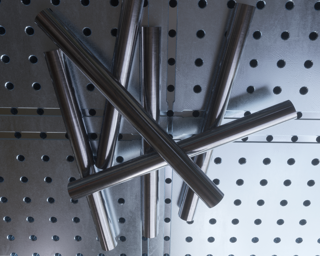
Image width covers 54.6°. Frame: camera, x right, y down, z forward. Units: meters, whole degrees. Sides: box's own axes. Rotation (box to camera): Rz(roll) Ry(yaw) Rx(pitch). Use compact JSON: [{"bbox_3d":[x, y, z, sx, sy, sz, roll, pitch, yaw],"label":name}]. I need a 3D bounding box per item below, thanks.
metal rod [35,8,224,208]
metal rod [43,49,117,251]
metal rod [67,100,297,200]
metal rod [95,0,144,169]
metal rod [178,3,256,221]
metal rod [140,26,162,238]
[{"bbox_3d":[-0.035,-0.022,0.369,0.025,0.025,0.300,-43,92,14],"label":"metal rod"},{"bbox_3d":[-0.104,0.043,0.428,0.025,0.025,0.298,-9,110,3],"label":"metal rod"},{"bbox_3d":[0.022,0.031,0.396,0.301,0.025,0.025,-21,109,7],"label":"metal rod"},{"bbox_3d":[-0.046,-0.085,0.381,0.025,0.025,0.298,12,110,-4],"label":"metal rod"},{"bbox_3d":[0.069,-0.006,0.411,0.025,0.025,0.298,11,110,-4],"label":"metal rod"},{"bbox_3d":[-0.013,0.019,0.420,0.025,0.025,0.298,1,110,0],"label":"metal rod"}]
